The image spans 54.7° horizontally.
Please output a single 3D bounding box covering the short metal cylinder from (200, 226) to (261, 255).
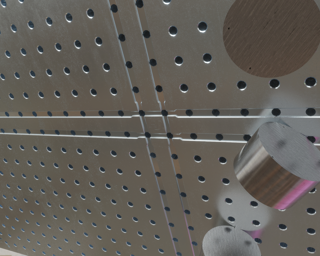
[{"bbox_3d":[0.097,0.188,0.440,0.080,0.080,0.050,18,125,17],"label":"short metal cylinder"}]

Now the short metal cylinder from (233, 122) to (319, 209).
[{"bbox_3d":[0.127,0.039,0.332,0.080,0.080,0.050,33,128,6],"label":"short metal cylinder"}]

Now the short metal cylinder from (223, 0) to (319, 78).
[{"bbox_3d":[0.104,-0.092,0.283,0.080,0.050,0.079,13,124,20],"label":"short metal cylinder"}]
